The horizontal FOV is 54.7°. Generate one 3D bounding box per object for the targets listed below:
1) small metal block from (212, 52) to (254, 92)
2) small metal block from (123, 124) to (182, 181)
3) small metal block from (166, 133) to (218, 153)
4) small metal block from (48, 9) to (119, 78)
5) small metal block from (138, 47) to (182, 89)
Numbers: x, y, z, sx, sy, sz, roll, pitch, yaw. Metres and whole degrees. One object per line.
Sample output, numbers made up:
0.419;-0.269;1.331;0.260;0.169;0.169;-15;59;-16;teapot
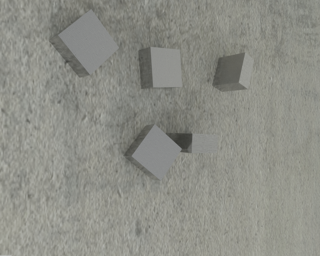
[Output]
0.115;-0.087;0.488;0.025;0.050;0.050;24;75;-38;small metal block
-0.009;0.031;0.391;0.050;0.025;0.050;43;68;-19;small metal block
0.043;0.021;0.427;0.050;0.050;0.025;4;88;-41;small metal block
-0.081;-0.091;0.338;0.050;0.025;0.050;-52;121;-27;small metal block
0.001;-0.078;0.407;0.050;0.025;0.050;-7;95;-40;small metal block
